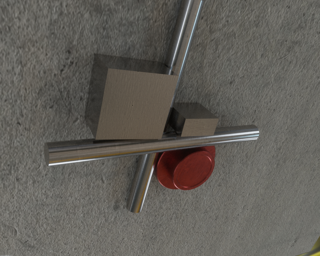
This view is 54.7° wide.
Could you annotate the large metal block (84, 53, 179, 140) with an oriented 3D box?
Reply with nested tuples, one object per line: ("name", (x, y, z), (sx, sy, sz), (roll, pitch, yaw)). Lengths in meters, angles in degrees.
("large metal block", (-0.035, -0.034, 0.352), (0.081, 0.050, 0.079), (1, 118, -29))

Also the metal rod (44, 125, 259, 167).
("metal rod", (0.013, 0.017, 0.395), (0.303, 0.025, 0.025), (-4, 121, -31))

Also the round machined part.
("round machined part", (0.040, 0.052, 0.452), (0.099, 0.042, 0.097), (-14, 125, -21))

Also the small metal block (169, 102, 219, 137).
("small metal block", (0.040, -0.013, 0.408), (0.050, 0.050, 0.025), (-2, 119, -28))

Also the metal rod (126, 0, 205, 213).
("metal rod", (-0.001, -0.013, 0.402), (0.025, 0.025, 0.298), (2, 118, -30))
